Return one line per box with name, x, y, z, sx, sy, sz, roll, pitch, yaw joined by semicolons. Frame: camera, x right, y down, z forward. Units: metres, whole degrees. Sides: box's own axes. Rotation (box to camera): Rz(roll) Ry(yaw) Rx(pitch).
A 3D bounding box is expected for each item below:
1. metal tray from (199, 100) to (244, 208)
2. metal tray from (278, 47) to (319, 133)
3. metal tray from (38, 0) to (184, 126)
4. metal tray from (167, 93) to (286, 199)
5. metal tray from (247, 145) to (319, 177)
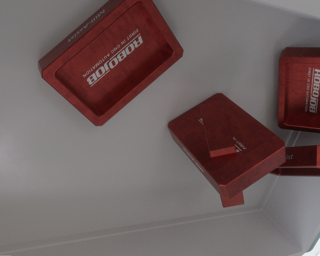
metal tray;0.086;0.038;0.424;0.030;0.090;0.130;-13;135;9
metal tray;0.225;-0.053;0.456;0.030;0.090;0.129;-55;142;-41
metal tray;-0.049;-0.074;0.332;0.130;0.030;0.090;-41;130;0
metal tray;0.079;0.016;0.392;0.090;0.130;0.030;-31;134;-8
metal tray;0.218;0.055;0.494;0.091;0.130;0.030;17;74;-31
